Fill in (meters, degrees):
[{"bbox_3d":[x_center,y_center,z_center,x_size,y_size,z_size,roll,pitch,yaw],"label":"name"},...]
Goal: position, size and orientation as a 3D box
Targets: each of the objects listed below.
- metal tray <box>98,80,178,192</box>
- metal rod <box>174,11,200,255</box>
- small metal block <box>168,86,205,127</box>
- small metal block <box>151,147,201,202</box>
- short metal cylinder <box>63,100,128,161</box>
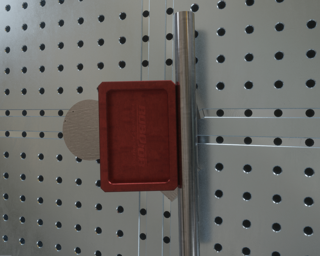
[{"bbox_3d":[-0.026,0.009,0.376,0.091,0.030,0.129,-1,90,0],"label":"metal tray"},{"bbox_3d":[0.033,0.012,0.373,0.025,0.025,0.298,-1,90,19],"label":"metal rod"},{"bbox_3d":[0.026,-0.029,0.403,0.050,0.025,0.050,-16,85,19],"label":"small metal block"},{"bbox_3d":[0.016,0.059,0.405,0.050,0.025,0.050,41,102,15],"label":"small metal block"},{"bbox_3d":[-0.085,0.002,0.427,0.080,0.050,0.079,0,90,19],"label":"short metal cylinder"}]
